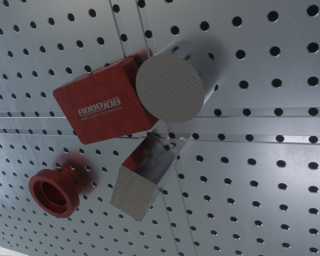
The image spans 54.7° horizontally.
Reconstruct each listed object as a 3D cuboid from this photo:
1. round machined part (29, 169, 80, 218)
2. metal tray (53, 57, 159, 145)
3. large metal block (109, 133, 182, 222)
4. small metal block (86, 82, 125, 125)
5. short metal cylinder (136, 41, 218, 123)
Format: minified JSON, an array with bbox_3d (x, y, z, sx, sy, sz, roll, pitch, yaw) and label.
[{"bbox_3d":[-0.188,0.115,0.570,0.098,0.042,0.097,13,124,21],"label":"round machined part"},{"bbox_3d":[-0.074,-0.032,0.418,0.130,0.030,0.090,-13,112,33],"label":"metal tray"},{"bbox_3d":[-0.020,0.067,0.427,0.050,0.080,0.079,28,128,10],"label":"large metal block"},{"bbox_3d":[-0.071,-0.037,0.426,0.050,0.025,0.050,-27,104,37],"label":"small metal block"},{"bbox_3d":[0.020,-0.052,0.352,0.080,0.050,0.079,13,124,21],"label":"short metal cylinder"}]
